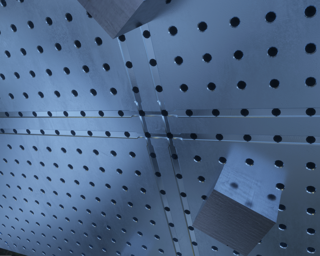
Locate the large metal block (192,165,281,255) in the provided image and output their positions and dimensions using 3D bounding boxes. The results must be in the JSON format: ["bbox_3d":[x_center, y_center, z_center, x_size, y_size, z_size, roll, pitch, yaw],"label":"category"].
[{"bbox_3d":[0.100,0.110,0.410,0.080,0.050,0.079,28,128,10],"label":"large metal block"}]

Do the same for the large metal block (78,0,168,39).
[{"bbox_3d":[-0.040,-0.144,0.306,0.080,0.080,0.050,47,129,-6],"label":"large metal block"}]
